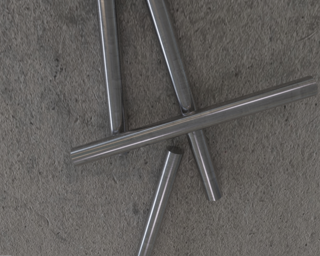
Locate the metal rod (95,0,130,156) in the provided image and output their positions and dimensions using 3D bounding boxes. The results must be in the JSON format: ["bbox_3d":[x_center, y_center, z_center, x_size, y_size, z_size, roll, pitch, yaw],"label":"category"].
[{"bbox_3d":[-0.060,-0.107,0.369,0.025,0.025,0.298,-2,110,1],"label":"metal rod"}]

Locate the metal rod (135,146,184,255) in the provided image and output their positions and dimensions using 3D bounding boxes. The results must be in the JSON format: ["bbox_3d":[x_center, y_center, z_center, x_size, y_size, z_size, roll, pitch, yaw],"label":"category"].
[{"bbox_3d":[-0.017,0.165,0.470,0.025,0.025,0.298,14,110,-5],"label":"metal rod"}]

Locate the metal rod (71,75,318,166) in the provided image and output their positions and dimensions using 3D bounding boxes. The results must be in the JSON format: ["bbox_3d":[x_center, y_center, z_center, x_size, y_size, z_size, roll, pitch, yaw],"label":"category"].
[{"bbox_3d":[0.036,-0.007,0.379,0.301,0.025,0.025,-17,109,6],"label":"metal rod"}]

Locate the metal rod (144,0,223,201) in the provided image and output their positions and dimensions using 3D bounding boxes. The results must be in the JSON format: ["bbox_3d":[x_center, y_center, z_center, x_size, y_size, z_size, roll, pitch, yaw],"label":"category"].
[{"bbox_3d":[0.032,-0.036,0.396,0.025,0.025,0.298,-17,109,6],"label":"metal rod"}]
